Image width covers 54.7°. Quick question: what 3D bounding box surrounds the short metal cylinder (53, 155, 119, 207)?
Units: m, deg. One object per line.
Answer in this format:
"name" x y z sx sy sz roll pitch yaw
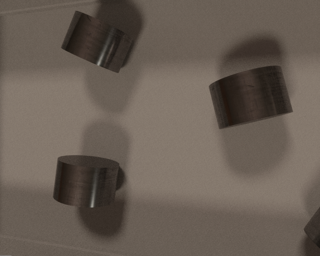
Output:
"short metal cylinder" -0.098 0.069 0.415 0.080 0.080 0.050 9 93 19

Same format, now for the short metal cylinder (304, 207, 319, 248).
"short metal cylinder" 0.197 0.108 0.312 0.080 0.080 0.050 34 101 16

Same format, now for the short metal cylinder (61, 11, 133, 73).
"short metal cylinder" -0.082 -0.112 0.409 0.080 0.080 0.050 27 99 17

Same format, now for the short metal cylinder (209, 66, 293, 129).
"short metal cylinder" 0.100 -0.032 0.346 0.080 0.080 0.050 -14 85 19
